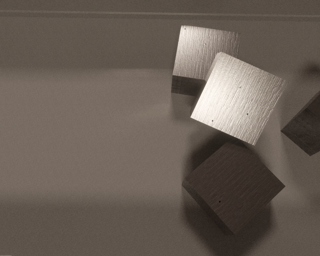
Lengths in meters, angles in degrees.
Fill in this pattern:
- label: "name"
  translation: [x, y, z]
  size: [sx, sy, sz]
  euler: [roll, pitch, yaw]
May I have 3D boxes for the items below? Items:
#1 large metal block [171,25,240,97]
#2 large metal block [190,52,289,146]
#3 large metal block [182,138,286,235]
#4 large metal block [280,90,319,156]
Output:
- label: "large metal block"
  translation: [0.062, -0.090, 0.430]
  size: [0.080, 0.050, 0.080]
  euler: [9, 70, 3]
- label: "large metal block"
  translation: [0.090, -0.036, 0.370]
  size: [0.080, 0.050, 0.080]
  euler: [24, 102, -1]
- label: "large metal block"
  translation: [0.084, 0.069, 0.372]
  size: [0.080, 0.050, 0.080]
  euler: [-39, 75, -13]
- label: "large metal block"
  translation: [0.211, -0.018, 0.390]
  size: [0.080, 0.080, 0.050]
  euler: [-42, 76, -14]
